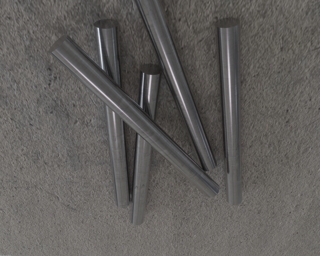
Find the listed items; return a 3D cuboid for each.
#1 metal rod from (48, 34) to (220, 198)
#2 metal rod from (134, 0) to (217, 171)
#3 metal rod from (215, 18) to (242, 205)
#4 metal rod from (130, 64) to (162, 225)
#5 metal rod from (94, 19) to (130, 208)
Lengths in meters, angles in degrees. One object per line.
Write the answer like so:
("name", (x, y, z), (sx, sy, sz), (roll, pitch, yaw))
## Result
("metal rod", (-0.009, 0.007, 0.379), (0.025, 0.025, 0.300), (-29, 128, 22))
("metal rod", (0.021, -0.054, 0.361), (0.025, 0.025, 0.299), (-15, 129, 12))
("metal rod", (0.095, 0.004, 0.411), (0.025, 0.025, 0.298), (-8, 130, 6))
("metal rod", (-0.025, 0.047, 0.446), (0.025, 0.025, 0.298), (4, 130, -4))
("metal rod", (-0.058, 0.007, 0.412), (0.025, 0.025, 0.298), (1, 130, -1))
